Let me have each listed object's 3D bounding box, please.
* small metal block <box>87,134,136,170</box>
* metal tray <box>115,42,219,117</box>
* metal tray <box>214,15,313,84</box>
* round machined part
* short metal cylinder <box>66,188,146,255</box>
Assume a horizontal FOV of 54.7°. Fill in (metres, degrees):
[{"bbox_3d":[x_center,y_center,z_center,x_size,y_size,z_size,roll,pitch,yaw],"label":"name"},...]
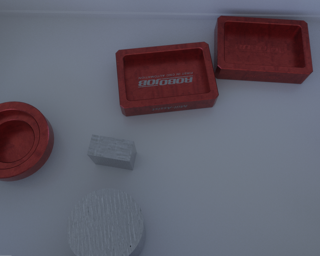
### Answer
[{"bbox_3d":[-0.058,0.031,0.384,0.050,0.050,0.025,9,71,3],"label":"small metal block"},{"bbox_3d":[0.008,-0.069,0.432,0.131,0.030,0.090,-6,70,-3],"label":"metal tray"},{"bbox_3d":[0.147,-0.114,0.450,0.131,0.030,0.090,4,70,1],"label":"metal tray"},{"bbox_3d":[-0.183,0.019,0.391,0.099,0.042,0.098,0,70,-1],"label":"round machined part"},{"bbox_3d":[-0.057,0.114,0.346,0.081,0.050,0.080,0,59,0],"label":"short metal cylinder"}]
